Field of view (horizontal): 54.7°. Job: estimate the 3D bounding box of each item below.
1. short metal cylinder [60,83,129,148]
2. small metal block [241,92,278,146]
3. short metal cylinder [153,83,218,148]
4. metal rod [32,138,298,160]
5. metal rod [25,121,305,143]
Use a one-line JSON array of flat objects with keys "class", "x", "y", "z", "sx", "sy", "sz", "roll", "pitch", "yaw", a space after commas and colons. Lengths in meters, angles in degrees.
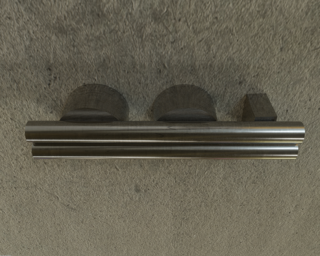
[{"class": "short metal cylinder", "x": -0.080, "y": -0.008, "z": 0.384, "sx": 0.081, "sy": 0.050, "sz": 0.079, "roll": 0, "pitch": 130, "yaw": 0}, {"class": "small metal block", "x": 0.121, "y": -0.010, "z": 0.387, "sx": 0.025, "sy": 0.050, "sz": 0.050, "roll": -1, "pitch": 130, "yaw": 1}, {"class": "short metal cylinder", "x": 0.030, "y": -0.008, "z": 0.386, "sx": 0.081, "sy": 0.050, "sz": 0.079, "roll": 0, "pitch": 130, "yaw": 0}, {"class": "metal rod", "x": 0.006, "y": 0.024, "z": 0.363, "sx": 0.302, "sy": 0.025, "sz": 0.025, "roll": 0, "pitch": 130, "yaw": -1}, {"class": "metal rod", "x": 0.006, "y": 0.004, "z": 0.346, "sx": 0.302, "sy": 0.025, "sz": 0.025, "roll": 0, "pitch": 130, "yaw": -1}]
